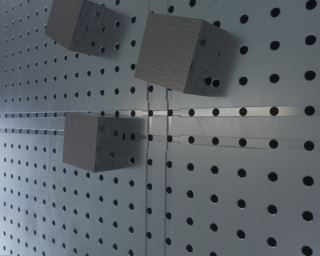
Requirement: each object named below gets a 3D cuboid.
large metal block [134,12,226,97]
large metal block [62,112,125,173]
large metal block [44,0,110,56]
[{"bbox_3d":[0.022,-0.089,0.376,0.080,0.050,0.080,24,105,37],"label":"large metal block"},{"bbox_3d":[-0.104,0.019,0.481,0.080,0.050,0.080,9,96,39],"label":"large metal block"},{"bbox_3d":[-0.137,-0.175,0.508,0.080,0.050,0.080,36,112,34],"label":"large metal block"}]
